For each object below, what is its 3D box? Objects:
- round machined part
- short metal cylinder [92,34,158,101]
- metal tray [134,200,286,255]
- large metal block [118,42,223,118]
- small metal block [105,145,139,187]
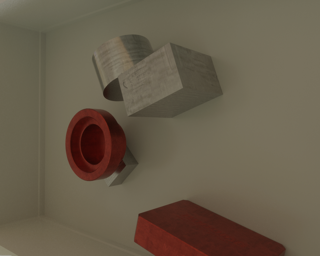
[{"bbox_3d":[-0.085,0.023,0.431,0.098,0.042,0.097,0,89,39],"label":"round machined part"},{"bbox_3d":[-0.042,-0.076,0.404,0.080,0.081,0.050,-32,70,35],"label":"short metal cylinder"},{"bbox_3d":[0.049,0.120,0.322,0.130,0.091,0.030,17,101,38],"label":"metal tray"},{"bbox_3d":[0.012,-0.049,0.359,0.080,0.081,0.050,-24,75,37],"label":"large metal block"},{"bbox_3d":[-0.066,0.051,0.459,0.050,0.025,0.050,-50,61,28],"label":"small metal block"}]
